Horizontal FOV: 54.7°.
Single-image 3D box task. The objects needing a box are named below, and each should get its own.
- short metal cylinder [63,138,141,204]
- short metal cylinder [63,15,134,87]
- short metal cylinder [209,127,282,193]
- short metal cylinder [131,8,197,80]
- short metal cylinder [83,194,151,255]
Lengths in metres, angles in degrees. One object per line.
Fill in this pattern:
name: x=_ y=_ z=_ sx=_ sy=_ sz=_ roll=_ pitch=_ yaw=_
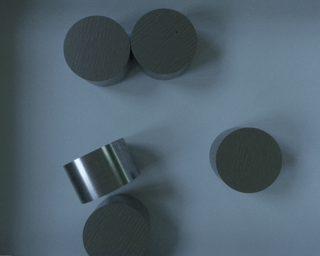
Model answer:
short metal cylinder: x=-0.071 y=0.052 z=0.383 sx=0.080 sy=0.080 sz=0.050 roll=-26 pitch=90 yaw=0
short metal cylinder: x=-0.076 y=-0.096 z=0.398 sx=0.081 sy=0.050 sz=0.080 roll=0 pitch=90 yaw=0
short metal cylinder: x=0.108 y=0.039 z=0.400 sx=0.081 sy=0.050 sz=0.080 roll=0 pitch=90 yaw=0
short metal cylinder: x=0.005 y=-0.105 z=0.399 sx=0.081 sy=0.050 sz=0.080 roll=0 pitch=90 yaw=0
short metal cylinder: x=-0.053 y=0.131 z=0.398 sx=0.081 sy=0.050 sz=0.080 roll=0 pitch=90 yaw=0
